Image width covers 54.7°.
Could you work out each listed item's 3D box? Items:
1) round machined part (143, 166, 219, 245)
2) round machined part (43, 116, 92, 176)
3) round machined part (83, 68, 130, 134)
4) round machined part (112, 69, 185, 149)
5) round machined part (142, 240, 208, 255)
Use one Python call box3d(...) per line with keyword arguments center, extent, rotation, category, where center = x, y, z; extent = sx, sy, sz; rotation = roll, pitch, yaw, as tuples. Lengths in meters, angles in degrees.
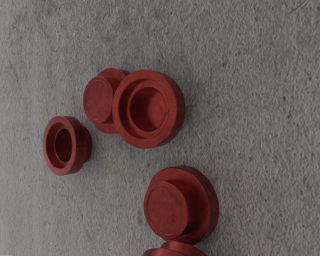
box3d(center=(0.018, 0.097, 0.379), extent=(0.098, 0.042, 0.097), rotation=(0, 90, 40), category="round machined part")
box3d(center=(-0.151, 0.029, 0.519), extent=(0.098, 0.042, 0.097), rotation=(0, 90, 40), category="round machined part")
box3d(center=(-0.076, -0.040, 0.457), extent=(0.098, 0.042, 0.097), rotation=(0, 90, 40), category="round machined part")
box3d(center=(-0.010, -0.024, 0.397), extent=(0.098, 0.042, 0.097), rotation=(2, 93, 32), category="round machined part")
box3d(center=(0.024, 0.168, 0.354), extent=(0.098, 0.042, 0.097), rotation=(15, 132, 18), category="round machined part")
